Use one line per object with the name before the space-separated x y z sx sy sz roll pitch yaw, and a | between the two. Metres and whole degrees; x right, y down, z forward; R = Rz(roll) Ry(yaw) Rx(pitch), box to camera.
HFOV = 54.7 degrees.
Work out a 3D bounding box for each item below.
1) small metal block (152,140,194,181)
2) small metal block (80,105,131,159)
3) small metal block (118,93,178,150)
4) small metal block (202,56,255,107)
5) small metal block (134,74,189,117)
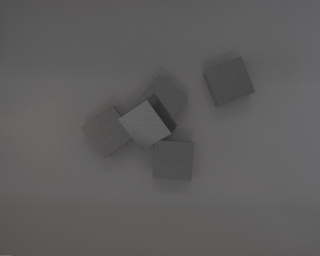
small metal block | 0.017 0.042 0.411 0.050 0.025 0.050 5 90 0
small metal block | -0.067 0.005 0.411 0.050 0.025 0.050 -37 90 0
small metal block | -0.015 -0.007 0.389 0.050 0.025 0.050 -31 101 30
small metal block | 0.091 -0.060 0.412 0.050 0.025 0.050 -21 90 0
small metal block | 0.002 -0.035 0.411 0.050 0.025 0.050 39 90 0
